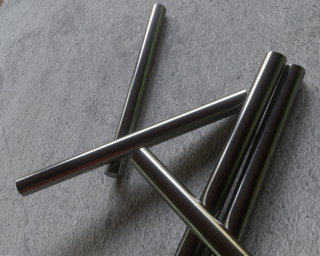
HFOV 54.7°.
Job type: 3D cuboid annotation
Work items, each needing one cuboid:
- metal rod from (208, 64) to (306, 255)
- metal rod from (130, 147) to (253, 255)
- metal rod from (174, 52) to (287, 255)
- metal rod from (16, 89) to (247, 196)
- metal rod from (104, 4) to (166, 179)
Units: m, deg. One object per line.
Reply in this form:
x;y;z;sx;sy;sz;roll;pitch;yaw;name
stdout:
0.092;0.061;0.318;0.025;0.025;0.300;15;69;34;metal rod
0.073;0.120;0.263;0.025;0.025;0.300;-45;60;-3;metal rod
0.068;0.048;0.327;0.025;0.025;0.300;18;74;35;metal rod
-0.035;0.020;0.382;0.301;0.025;0.025;-22;53;4;metal rod
-0.030;-0.071;0.463;0.025;0.025;0.300;-2;61;27;metal rod
